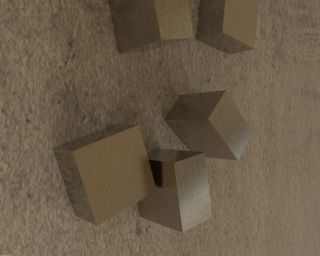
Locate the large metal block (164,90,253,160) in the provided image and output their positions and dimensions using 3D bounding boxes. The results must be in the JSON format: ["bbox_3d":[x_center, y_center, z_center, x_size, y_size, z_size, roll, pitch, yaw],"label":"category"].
[{"bbox_3d":[0.067,-0.003,0.427,0.080,0.080,0.050,50,61,-29],"label":"large metal block"}]

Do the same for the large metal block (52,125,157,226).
[{"bbox_3d":[-0.059,0.047,0.341,0.081,0.050,0.080,-24,105,-38],"label":"large metal block"}]

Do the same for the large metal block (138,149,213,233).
[{"bbox_3d":[0.013,0.072,0.382,0.050,0.080,0.079,-13,99,-40],"label":"large metal block"}]

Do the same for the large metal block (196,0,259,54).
[{"bbox_3d":[0.105,-0.168,0.479,0.081,0.050,0.080,10,84,-40],"label":"large metal block"}]

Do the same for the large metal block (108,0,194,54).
[{"bbox_3d":[-0.013,-0.136,0.359,0.050,0.080,0.079,-18,102,-39],"label":"large metal block"}]
